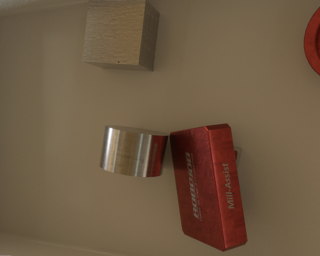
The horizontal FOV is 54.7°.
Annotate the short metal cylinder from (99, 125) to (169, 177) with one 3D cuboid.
[{"bbox_3d":[-0.033,0.027,0.392,0.080,0.080,0.050,10,94,19],"label":"short metal cylinder"}]

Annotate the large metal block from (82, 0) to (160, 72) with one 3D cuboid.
[{"bbox_3d":[-0.051,-0.122,0.414,0.080,0.050,0.079,8,93,19],"label":"large metal block"}]

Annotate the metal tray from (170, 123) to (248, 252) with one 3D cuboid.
[{"bbox_3d":[0.052,0.064,0.359,0.030,0.090,0.129,-7,87,-25],"label":"metal tray"}]

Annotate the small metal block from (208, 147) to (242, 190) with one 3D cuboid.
[{"bbox_3d":[0.078,0.047,0.369,0.025,0.050,0.050,13,94,19],"label":"small metal block"}]

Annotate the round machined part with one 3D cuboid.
[{"bbox_3d":[0.206,-0.091,0.320,0.098,0.042,0.097,4,96,36],"label":"round machined part"}]
